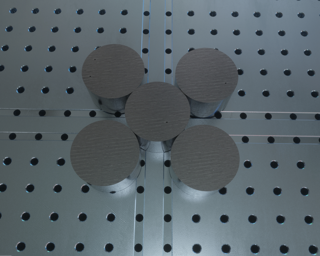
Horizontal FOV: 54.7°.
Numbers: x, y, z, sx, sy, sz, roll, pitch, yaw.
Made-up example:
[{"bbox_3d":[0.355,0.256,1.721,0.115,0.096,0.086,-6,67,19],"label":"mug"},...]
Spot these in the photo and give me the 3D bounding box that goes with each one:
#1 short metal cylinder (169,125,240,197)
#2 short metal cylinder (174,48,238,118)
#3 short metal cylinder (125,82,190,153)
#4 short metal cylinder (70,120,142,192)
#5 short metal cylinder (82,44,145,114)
[{"bbox_3d":[0.052,0.042,0.383,0.081,0.050,0.080,0,70,0],"label":"short metal cylinder"},{"bbox_3d":[0.060,-0.060,0.419,0.081,0.050,0.080,0,70,0],"label":"short metal cylinder"},{"bbox_3d":[-0.003,-0.013,0.403,0.081,0.050,0.080,0,70,0],"label":"short metal cylinder"},{"bbox_3d":[-0.064,0.036,0.383,0.081,0.050,0.080,0,70,0],"label":"short metal cylinder"},{"bbox_3d":[-0.060,-0.066,0.421,0.081,0.050,0.080,0,70,0],"label":"short metal cylinder"}]
